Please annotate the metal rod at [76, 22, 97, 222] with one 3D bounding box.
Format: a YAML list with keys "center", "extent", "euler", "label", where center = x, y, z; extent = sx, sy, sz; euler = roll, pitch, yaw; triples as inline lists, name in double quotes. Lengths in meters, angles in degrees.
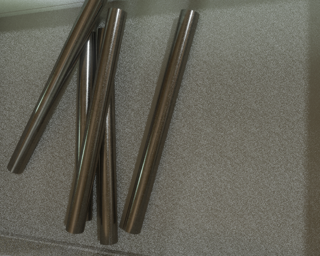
- center: [-0.107, -0.017, 0.448]
  extent: [0.025, 0.025, 0.298]
  euler: [2, 91, 20]
  label: "metal rod"

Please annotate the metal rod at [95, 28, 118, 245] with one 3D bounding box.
- center: [-0.075, 0.011, 0.436]
  extent: [0.025, 0.025, 0.298]
  euler: [-1, 90, 20]
  label: "metal rod"

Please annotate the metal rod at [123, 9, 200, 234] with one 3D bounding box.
- center: [0.000, -0.004, 0.410]
  extent: [0.025, 0.025, 0.298]
  euler: [17, 96, 19]
  label: "metal rod"

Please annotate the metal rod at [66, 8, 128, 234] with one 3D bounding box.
- center: [-0.085, -0.006, 0.412]
  extent: [0.025, 0.025, 0.298]
  euler: [14, 95, 19]
  label: "metal rod"

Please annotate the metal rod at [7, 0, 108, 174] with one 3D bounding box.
- center: [-0.154, -0.055, 0.446]
  extent: [0.025, 0.025, 0.298]
  euler: [38, 109, 16]
  label: "metal rod"
